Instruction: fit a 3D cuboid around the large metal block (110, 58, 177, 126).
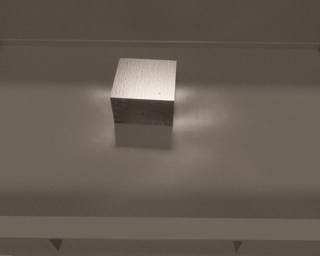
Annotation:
[{"bbox_3d":[-0.020,-0.051,0.431,0.080,0.050,0.080,3,50,2],"label":"large metal block"}]
